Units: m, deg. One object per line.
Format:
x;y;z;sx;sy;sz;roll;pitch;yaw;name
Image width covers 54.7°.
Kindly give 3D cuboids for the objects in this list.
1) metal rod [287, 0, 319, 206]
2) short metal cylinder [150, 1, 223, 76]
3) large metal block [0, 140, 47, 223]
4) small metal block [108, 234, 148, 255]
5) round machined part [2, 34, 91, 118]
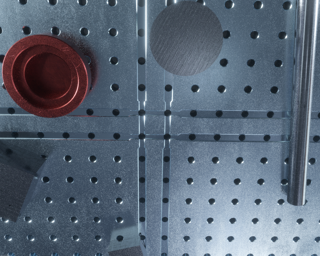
0.185;-0.032;0.404;0.025;0.025;0.298;-6;110;2;metal rod
0.029;-0.105;0.362;0.081;0.050;0.079;0;110;-1;short metal cylinder
-0.214;0.069;0.423;0.080;0.050;0.080;24;108;-9;large metal block
-0.048;0.200;0.487;0.050;0.025;0.050;-13;110;4;small metal block
-0.133;-0.065;0.379;0.099;0.042;0.097;0;110;-1;round machined part
